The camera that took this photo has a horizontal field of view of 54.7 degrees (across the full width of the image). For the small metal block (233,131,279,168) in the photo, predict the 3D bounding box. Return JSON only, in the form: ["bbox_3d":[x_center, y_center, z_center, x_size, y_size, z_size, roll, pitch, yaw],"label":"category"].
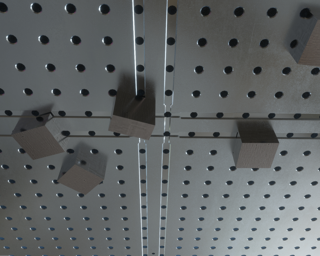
[{"bbox_3d":[0.135,0.031,0.440,0.050,0.025,0.050,0,130,-1],"label":"small metal block"}]

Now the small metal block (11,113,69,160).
[{"bbox_3d":[-0.161,0.013,0.420,0.050,0.025,0.050,-15,129,11],"label":"small metal block"}]

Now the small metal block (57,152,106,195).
[{"bbox_3d":[-0.118,0.070,0.470,0.050,0.025,0.050,34,122,-26],"label":"small metal block"}]

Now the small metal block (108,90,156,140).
[{"bbox_3d":[-0.033,-0.016,0.381,0.050,0.050,0.025,14,129,-12],"label":"small metal block"}]

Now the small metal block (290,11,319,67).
[{"bbox_3d":[0.178,-0.094,0.334,0.050,0.025,0.050,5,130,-5],"label":"small metal block"}]
